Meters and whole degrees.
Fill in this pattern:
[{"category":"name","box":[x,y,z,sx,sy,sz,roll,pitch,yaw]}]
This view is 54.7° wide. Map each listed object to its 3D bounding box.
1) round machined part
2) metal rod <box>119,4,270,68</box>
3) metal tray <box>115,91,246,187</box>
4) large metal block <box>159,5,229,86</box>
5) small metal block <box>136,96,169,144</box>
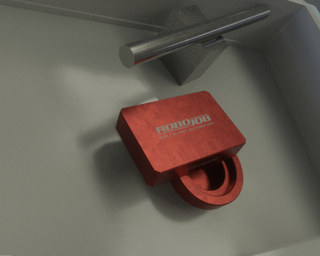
[{"category":"round machined part","box":[0.052,0.055,0.391,0.099,0.042,0.098,14,56,-21]},{"category":"metal rod","box":[0.068,-0.135,0.423,0.302,0.025,0.025,-30,79,-38]},{"category":"metal tray","box":[0.026,0.007,0.367,0.131,0.030,0.090,-15,58,-30]},{"category":"large metal block","box":[0.043,-0.124,0.471,0.050,0.080,0.080,-30,79,-38]},{"category":"small metal block","box":[-0.013,-0.008,0.404,0.050,0.025,0.050,-32,80,-38]}]
